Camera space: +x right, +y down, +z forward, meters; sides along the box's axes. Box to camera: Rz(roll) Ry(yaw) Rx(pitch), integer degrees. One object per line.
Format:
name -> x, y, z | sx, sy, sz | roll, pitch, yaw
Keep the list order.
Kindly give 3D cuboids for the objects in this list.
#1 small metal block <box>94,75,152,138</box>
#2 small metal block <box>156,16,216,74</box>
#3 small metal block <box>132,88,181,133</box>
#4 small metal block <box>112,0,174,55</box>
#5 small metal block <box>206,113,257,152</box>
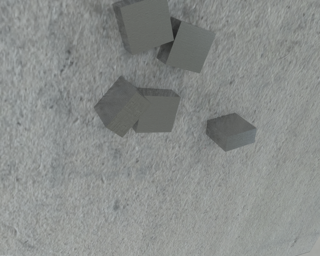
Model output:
small metal block -> -0.044, -0.025, 0.352 | 0.050, 0.050, 0.025 | -48, 129, 6
small metal block -> 0.031, -0.097, 0.365 | 0.050, 0.025, 0.050 | 8, 115, -32
small metal block -> -0.007, -0.022, 0.391 | 0.050, 0.025, 0.050 | -1, 119, -29
small metal block -> -0.017, -0.112, 0.329 | 0.050, 0.025, 0.050 | -24, 128, -14
small metal block -> 0.103, 0.005, 0.452 | 0.050, 0.050, 0.025 | -15, 125, -20
